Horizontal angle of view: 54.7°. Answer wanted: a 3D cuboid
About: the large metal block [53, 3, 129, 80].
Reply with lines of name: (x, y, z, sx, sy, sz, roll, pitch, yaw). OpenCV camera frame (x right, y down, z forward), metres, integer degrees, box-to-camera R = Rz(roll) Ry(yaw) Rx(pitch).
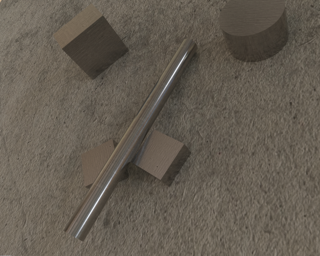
large metal block: (-0.112, -0.141, 0.512, 0.080, 0.080, 0.050, -39, 51, 1)

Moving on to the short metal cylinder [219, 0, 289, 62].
short metal cylinder: (0.123, -0.133, 0.405, 0.080, 0.050, 0.080, -13, 56, 20)

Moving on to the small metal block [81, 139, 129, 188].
small metal block: (-0.074, 0.050, 0.410, 0.050, 0.025, 0.050, -26, 53, 11)

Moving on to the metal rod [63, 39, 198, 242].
metal rod: (-0.025, -0.002, 0.394, 0.025, 0.025, 0.300, 13, 61, 33)

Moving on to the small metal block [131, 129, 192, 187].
small metal block: (0.001, 0.036, 0.380, 0.050, 0.025, 0.050, 25, 75, 36)
